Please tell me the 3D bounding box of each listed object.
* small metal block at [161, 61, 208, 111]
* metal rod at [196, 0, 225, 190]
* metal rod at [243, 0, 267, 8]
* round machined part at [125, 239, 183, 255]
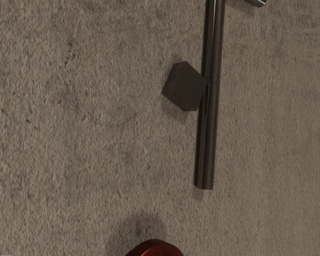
[{"bbox_3d":[0.035,-0.058,0.437,0.050,0.025,0.050,35,69,-35],"label":"small metal block"},{"bbox_3d":[0.078,-0.058,0.472,0.025,0.025,0.298,7,85,-40],"label":"metal rod"},{"bbox_3d":[0.067,-0.238,0.462,0.302,0.025,0.025,4,88,-40],"label":"metal rod"},{"bbox_3d":[-0.016,0.187,0.383,0.099,0.042,0.097,0,90,-40],"label":"round machined part"}]
